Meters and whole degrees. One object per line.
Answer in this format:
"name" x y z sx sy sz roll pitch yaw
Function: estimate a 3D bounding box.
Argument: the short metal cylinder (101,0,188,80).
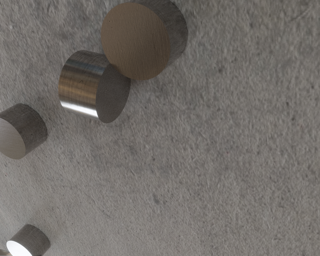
"short metal cylinder" -0.016 -0.098 0.337 0.080 0.050 0.079 13 124 20

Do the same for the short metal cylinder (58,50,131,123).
"short metal cylinder" -0.077 -0.051 0.379 0.050 0.080 0.079 17 125 18

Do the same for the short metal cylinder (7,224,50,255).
"short metal cylinder" -0.302 0.270 0.713 0.080 0.050 0.079 13 124 20

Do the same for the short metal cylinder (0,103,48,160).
"short metal cylinder" -0.237 0.006 0.516 0.080 0.050 0.079 13 124 20
